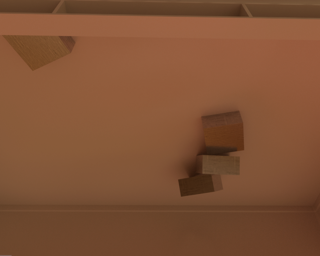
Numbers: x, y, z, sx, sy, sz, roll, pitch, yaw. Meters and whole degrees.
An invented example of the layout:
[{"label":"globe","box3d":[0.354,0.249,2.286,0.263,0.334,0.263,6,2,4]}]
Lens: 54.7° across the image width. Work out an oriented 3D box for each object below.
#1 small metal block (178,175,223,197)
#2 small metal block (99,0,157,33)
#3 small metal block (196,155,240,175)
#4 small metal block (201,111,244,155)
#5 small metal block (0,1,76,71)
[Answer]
[{"label":"small metal block","box3d":[0.061,0.084,0.461,0.050,0.025,0.050,-14,167,23]},{"label":"small metal block","box3d":[-0.028,-0.113,0.296,0.050,0.050,0.025,1,130,-1]},{"label":"small metal block","box3d":[0.080,0.052,0.437,0.050,0.025,0.050,3,173,-3]},{"label":"small metal block","box3d":[0.085,0.007,0.417,0.050,0.025,0.050,-9,130,7]},{"label":"small metal block","box3d":[-0.127,-0.095,0.326,0.050,0.025,0.050,-20,128,16]}]
